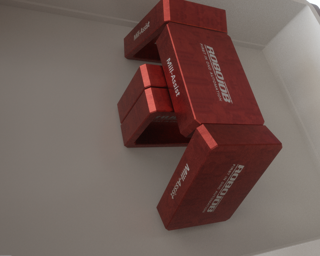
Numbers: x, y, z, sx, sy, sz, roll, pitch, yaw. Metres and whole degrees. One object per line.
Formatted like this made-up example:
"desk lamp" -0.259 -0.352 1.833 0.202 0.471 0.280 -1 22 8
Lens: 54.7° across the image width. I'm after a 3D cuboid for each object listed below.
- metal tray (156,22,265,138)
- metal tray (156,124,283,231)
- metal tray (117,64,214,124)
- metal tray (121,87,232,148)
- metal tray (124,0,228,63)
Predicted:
"metal tray" 0.054 -0.053 0.346 0.091 0.030 0.130 1 61 -28
"metal tray" 0.060 0.055 0.333 0.091 0.129 0.030 1 40 -29
"metal tray" 0.022 -0.036 0.396 0.131 0.090 0.030 1 62 -28
"metal tray" 0.028 -0.009 0.383 0.131 0.090 0.030 1 62 -28
"metal tray" 0.016 -0.124 0.420 0.091 0.130 0.030 1 82 -28
